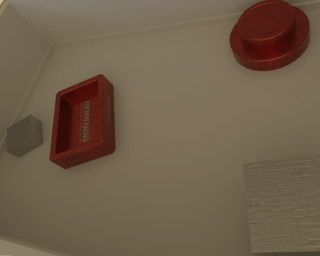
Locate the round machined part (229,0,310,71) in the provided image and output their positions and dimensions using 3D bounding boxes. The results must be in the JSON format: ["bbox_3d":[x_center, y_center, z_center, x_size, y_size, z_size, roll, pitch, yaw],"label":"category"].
[{"bbox_3d":[0.138,-0.125,0.399,0.098,0.042,0.098,-13,56,20],"label":"round machined part"}]

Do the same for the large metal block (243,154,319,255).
[{"bbox_3d":[0.124,0.073,0.280,0.080,0.050,0.080,-11,57,22],"label":"large metal block"}]

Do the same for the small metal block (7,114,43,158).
[{"bbox_3d":[-0.224,0.013,0.512,0.050,0.025,0.050,-28,52,9],"label":"small metal block"}]

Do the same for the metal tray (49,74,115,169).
[{"bbox_3d":[-0.116,-0.012,0.468,0.090,0.030,0.130,-19,54,16],"label":"metal tray"}]
